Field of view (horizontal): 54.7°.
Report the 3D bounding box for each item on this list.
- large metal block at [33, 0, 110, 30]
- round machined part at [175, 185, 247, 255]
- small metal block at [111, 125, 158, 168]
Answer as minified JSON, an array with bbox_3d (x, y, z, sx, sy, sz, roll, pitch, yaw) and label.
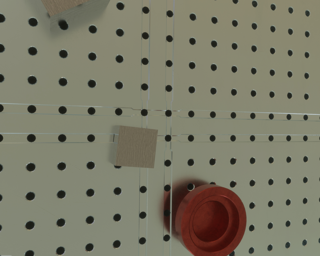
[{"bbox_3d":[-0.111,-0.173,0.358,0.080,0.050,0.080,-31,100,-17],"label":"large metal block"},{"bbox_3d":[0.066,0.126,0.428,0.099,0.042,0.097,0,90,-20],"label":"round machined part"},{"bbox_3d":[-0.033,0.024,0.400,0.050,0.025,0.050,7,88,-20],"label":"small metal block"}]
